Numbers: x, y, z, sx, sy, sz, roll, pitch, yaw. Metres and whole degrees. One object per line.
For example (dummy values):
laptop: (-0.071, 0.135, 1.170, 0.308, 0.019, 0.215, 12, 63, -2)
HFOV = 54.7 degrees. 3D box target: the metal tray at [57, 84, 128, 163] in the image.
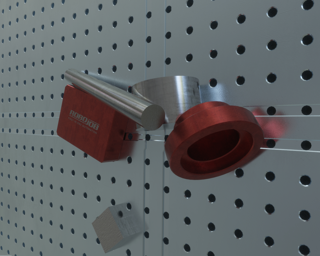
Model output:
metal tray: (-0.111, -0.010, 0.495, 0.130, 0.030, 0.089, 24, 105, 37)

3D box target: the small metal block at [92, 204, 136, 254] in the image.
small metal block: (-0.070, 0.151, 0.465, 0.050, 0.025, 0.050, -47, 63, 29)

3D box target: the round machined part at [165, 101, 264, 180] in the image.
round machined part: (0.052, 0.010, 0.322, 0.098, 0.099, 0.042, -45, 45, 30)

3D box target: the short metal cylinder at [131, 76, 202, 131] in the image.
short metal cylinder: (0.009, -0.026, 0.365, 0.080, 0.081, 0.050, -10, 84, 39)

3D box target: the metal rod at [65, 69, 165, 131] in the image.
metal rod: (-0.079, -0.050, 0.409, 0.300, 0.025, 0.025, 29, 109, 56)
